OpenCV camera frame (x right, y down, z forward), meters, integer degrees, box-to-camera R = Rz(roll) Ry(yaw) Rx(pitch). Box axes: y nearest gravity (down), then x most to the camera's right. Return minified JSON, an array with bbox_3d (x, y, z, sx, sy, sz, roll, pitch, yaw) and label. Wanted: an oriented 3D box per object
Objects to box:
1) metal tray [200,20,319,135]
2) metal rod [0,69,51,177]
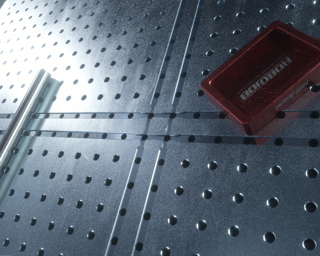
[{"bbox_3d":[0.127,-0.064,0.377,0.130,0.030,0.090,-40,51,0],"label":"metal tray"},{"bbox_3d":[-0.259,0.027,0.527,0.025,0.025,0.300,3,63,30],"label":"metal rod"}]
